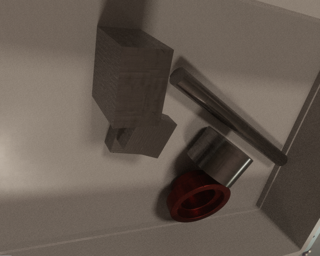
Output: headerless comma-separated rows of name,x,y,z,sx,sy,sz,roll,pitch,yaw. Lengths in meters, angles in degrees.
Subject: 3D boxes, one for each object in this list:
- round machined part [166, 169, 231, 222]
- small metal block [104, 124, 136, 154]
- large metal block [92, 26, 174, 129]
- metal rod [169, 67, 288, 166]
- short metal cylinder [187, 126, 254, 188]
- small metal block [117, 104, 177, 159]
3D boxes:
round machined part,0.056,0.102,0.484,0.099,0.042,0.097,-13,136,-12
small metal block,-0.037,0.005,0.393,0.050,0.025,0.050,7,115,-32
large metal block,-0.033,-0.055,0.322,0.050,0.080,0.079,-4,120,-27
metal rod,0.122,-0.003,0.475,0.301,0.025,0.025,31,101,-39
short metal cylinder,0.086,0.041,0.448,0.080,0.080,0.050,32,100,-39
small metal block,-0.016,0.005,0.372,0.050,0.025,0.050,18,109,-36
